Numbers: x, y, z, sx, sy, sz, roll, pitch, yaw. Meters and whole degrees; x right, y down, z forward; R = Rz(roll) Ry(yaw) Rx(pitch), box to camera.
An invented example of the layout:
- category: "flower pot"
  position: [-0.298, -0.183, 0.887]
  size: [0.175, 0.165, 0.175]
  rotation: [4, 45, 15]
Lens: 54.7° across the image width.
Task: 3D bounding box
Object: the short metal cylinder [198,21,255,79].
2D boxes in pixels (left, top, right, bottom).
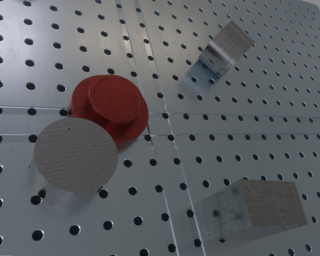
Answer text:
- category: "short metal cylinder"
  position: [0.109, -0.128, 0.510]
  size: [0.050, 0.080, 0.080]
  rotation: [43, 51, 1]

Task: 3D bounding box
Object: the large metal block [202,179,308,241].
- category: "large metal block"
  position: [0.110, 0.100, 0.371]
  size: [0.081, 0.080, 0.050]
  rotation: [7, 59, -25]

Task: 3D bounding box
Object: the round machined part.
- category: "round machined part"
  position: [-0.059, -0.027, 0.382]
  size: [0.099, 0.042, 0.098]
  rotation: [14, 56, -21]

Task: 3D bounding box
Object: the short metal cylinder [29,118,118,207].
- category: "short metal cylinder"
  position: [-0.090, 0.036, 0.321]
  size: [0.081, 0.050, 0.080]
  rotation: [14, 56, -21]
